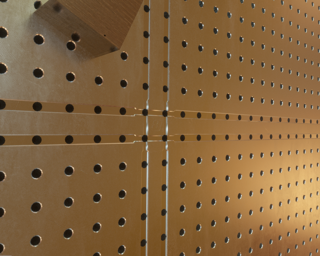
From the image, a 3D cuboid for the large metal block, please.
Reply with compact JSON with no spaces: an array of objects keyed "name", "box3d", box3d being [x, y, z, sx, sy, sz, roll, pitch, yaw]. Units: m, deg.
[{"name":"large metal block","box3d":[-0.072,-0.136,0.334,0.080,0.050,0.080,34,69,-35]}]
